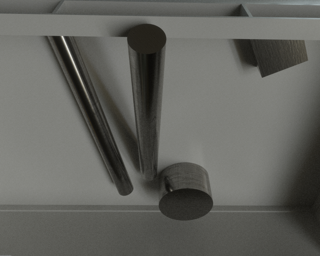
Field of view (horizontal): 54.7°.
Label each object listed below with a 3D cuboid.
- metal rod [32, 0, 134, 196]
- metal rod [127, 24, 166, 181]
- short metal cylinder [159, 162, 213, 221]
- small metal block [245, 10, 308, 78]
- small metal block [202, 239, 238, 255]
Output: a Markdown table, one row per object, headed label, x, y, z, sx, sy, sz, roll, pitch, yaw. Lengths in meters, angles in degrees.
| label | x | y | z | sx | sy | sz | roll | pitch | yaw |
| --- | --- | --- | --- | --- | --- | --- | --- | --- | --- |
| metal rod | -0.083 | -0.014 | 0.395 | 0.025 | 0.025 | 0.298 | -9 | 130 | 7 |
| metal rod | -0.013 | 0.005 | 0.334 | 0.025 | 0.025 | 0.299 | 1 | 155 | -1 |
| short metal cylinder | 0.038 | 0.098 | 0.477 | 0.081 | 0.050 | 0.079 | 0 | 130 | 0 |
| small metal block | 0.126 | -0.089 | 0.335 | 0.050 | 0.025 | 0.050 | -20 | 128 | 16 |
| small metal block | 0.123 | 0.258 | 0.633 | 0.050 | 0.025 | 0.050 | -37 | 122 | 27 |
